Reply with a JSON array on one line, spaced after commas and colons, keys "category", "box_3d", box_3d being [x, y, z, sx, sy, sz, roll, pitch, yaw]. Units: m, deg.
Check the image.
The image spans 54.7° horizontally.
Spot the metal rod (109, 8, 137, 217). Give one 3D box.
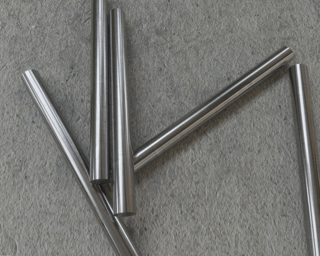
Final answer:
[{"category": "metal rod", "box_3d": [-0.052, -0.039, 0.404, 0.025, 0.025, 0.299, -5, 64, -2]}]

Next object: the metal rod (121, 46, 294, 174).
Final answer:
[{"category": "metal rod", "box_3d": [0.063, -0.023, 0.416, 0.301, 0.025, 0.025, -35, 74, -12]}]

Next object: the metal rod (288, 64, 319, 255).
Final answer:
[{"category": "metal rod", "box_3d": [0.188, 0.056, 0.388, 0.025, 0.025, 0.299, 3, 70, 1]}]

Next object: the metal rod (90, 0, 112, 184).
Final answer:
[{"category": "metal rod", "box_3d": [-0.082, -0.073, 0.423, 0.025, 0.025, 0.299, -5, 66, -2]}]

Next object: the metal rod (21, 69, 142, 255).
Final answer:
[{"category": "metal rod", "box_3d": [-0.102, 0.046, 0.390, 0.025, 0.025, 0.299, -31, 73, -11]}]
